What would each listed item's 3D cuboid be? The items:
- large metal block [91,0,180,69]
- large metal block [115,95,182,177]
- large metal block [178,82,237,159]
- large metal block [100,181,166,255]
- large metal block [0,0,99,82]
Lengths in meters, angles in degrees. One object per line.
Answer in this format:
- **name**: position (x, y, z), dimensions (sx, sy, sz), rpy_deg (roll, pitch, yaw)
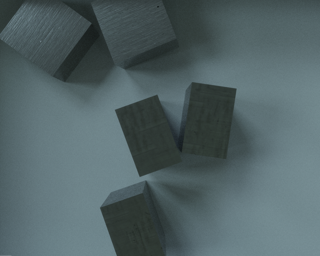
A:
- **large metal block**: position (-0.029, -0.130, 0.393), dimensions (0.080, 0.050, 0.080), rpy_deg (-21, 91, 8)
- **large metal block**: position (-0.013, 0.008, 0.384), dimensions (0.050, 0.080, 0.080), rpy_deg (-20, 90, 0)
- **large metal block**: position (0.055, -0.009, 0.385), dimensions (0.050, 0.080, 0.080), rpy_deg (8, 90, 0)
- **large metal block**: position (-0.030, 0.118, 0.384), dimensions (0.050, 0.080, 0.080), rpy_deg (-19, 90, 0)
- **large metal block**: position (-0.138, -0.118, 0.397), dimensions (0.080, 0.050, 0.080), rpy_deg (36, 90, -1)
